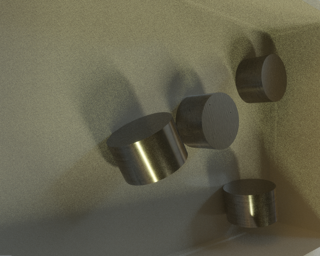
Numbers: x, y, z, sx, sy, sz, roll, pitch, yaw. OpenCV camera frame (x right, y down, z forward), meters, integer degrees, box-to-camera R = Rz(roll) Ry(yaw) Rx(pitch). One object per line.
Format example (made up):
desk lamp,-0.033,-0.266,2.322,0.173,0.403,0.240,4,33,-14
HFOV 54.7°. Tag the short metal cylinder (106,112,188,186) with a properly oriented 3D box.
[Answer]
short metal cylinder,-0.014,0.022,0.359,0.080,0.080,0.050,-36,113,-34

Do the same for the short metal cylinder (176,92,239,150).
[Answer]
short metal cylinder,0.069,-0.010,0.448,0.081,0.050,0.080,0,90,-40

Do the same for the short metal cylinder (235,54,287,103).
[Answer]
short metal cylinder,0.176,-0.084,0.538,0.081,0.050,0.080,0,90,-40

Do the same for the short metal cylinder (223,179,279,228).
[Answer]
short metal cylinder,0.144,0.117,0.491,0.081,0.080,0.050,-13,98,-39
